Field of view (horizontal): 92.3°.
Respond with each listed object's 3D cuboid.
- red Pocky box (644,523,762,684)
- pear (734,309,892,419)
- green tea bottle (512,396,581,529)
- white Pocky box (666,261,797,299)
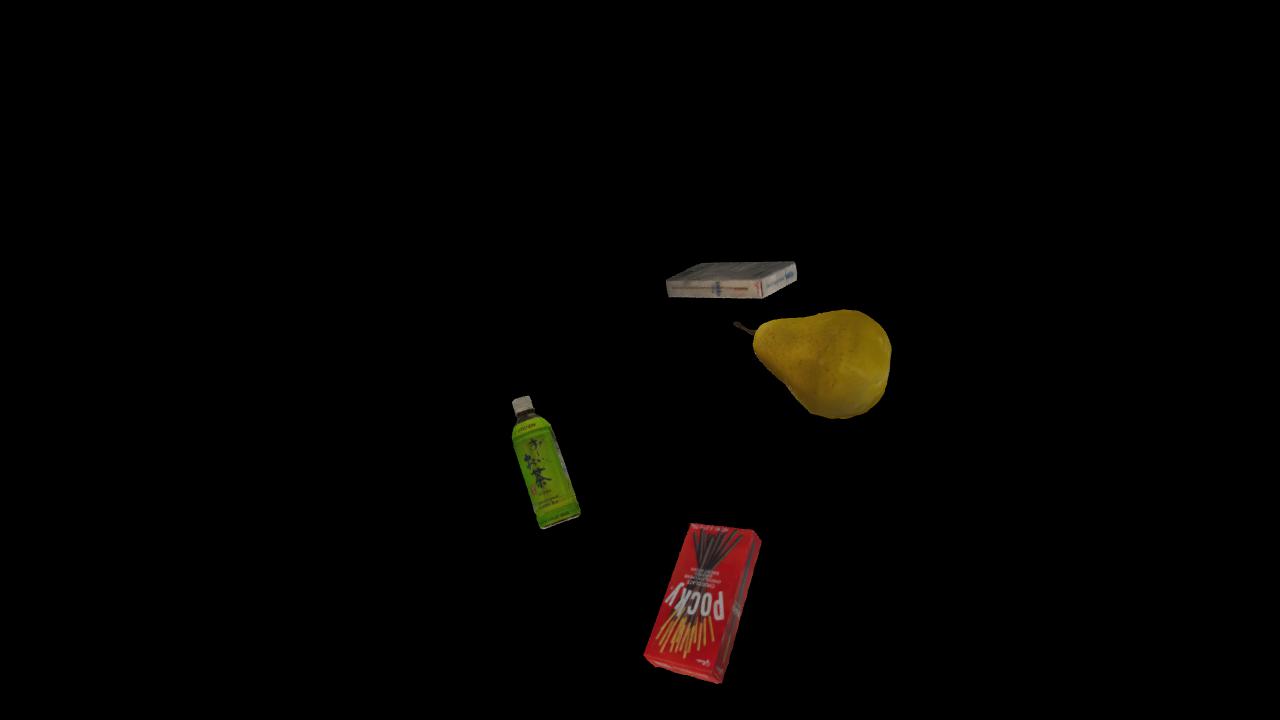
[{"bbox_3d":[0.068,0.246,0.643,0.083,0.155,0.028,-4,-45,36],"label":"red Pocky box"},{"bbox_3d":[0.118,-0.003,0.440,0.111,0.080,0.080,13,2,10],"label":"pear"},{"bbox_3d":[-0.159,0.160,0.991,0.073,0.212,0.073,-19,-13,-5],"label":"green tea bottle"},{"bbox_3d":[0.117,-0.106,0.804,0.154,0.028,0.084,7,27,44],"label":"white Pocky box"}]
